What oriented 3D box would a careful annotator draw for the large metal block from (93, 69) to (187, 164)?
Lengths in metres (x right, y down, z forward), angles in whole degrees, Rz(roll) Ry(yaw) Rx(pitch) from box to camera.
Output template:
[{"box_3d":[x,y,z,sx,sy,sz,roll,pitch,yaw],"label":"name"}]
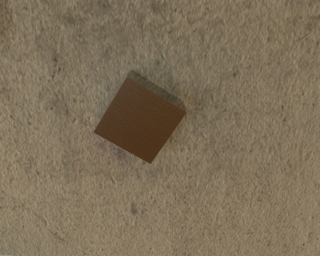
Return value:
[{"box_3d":[-0.024,-0.015,0.391,0.080,0.050,0.080,31,107,-11],"label":"large metal block"}]
